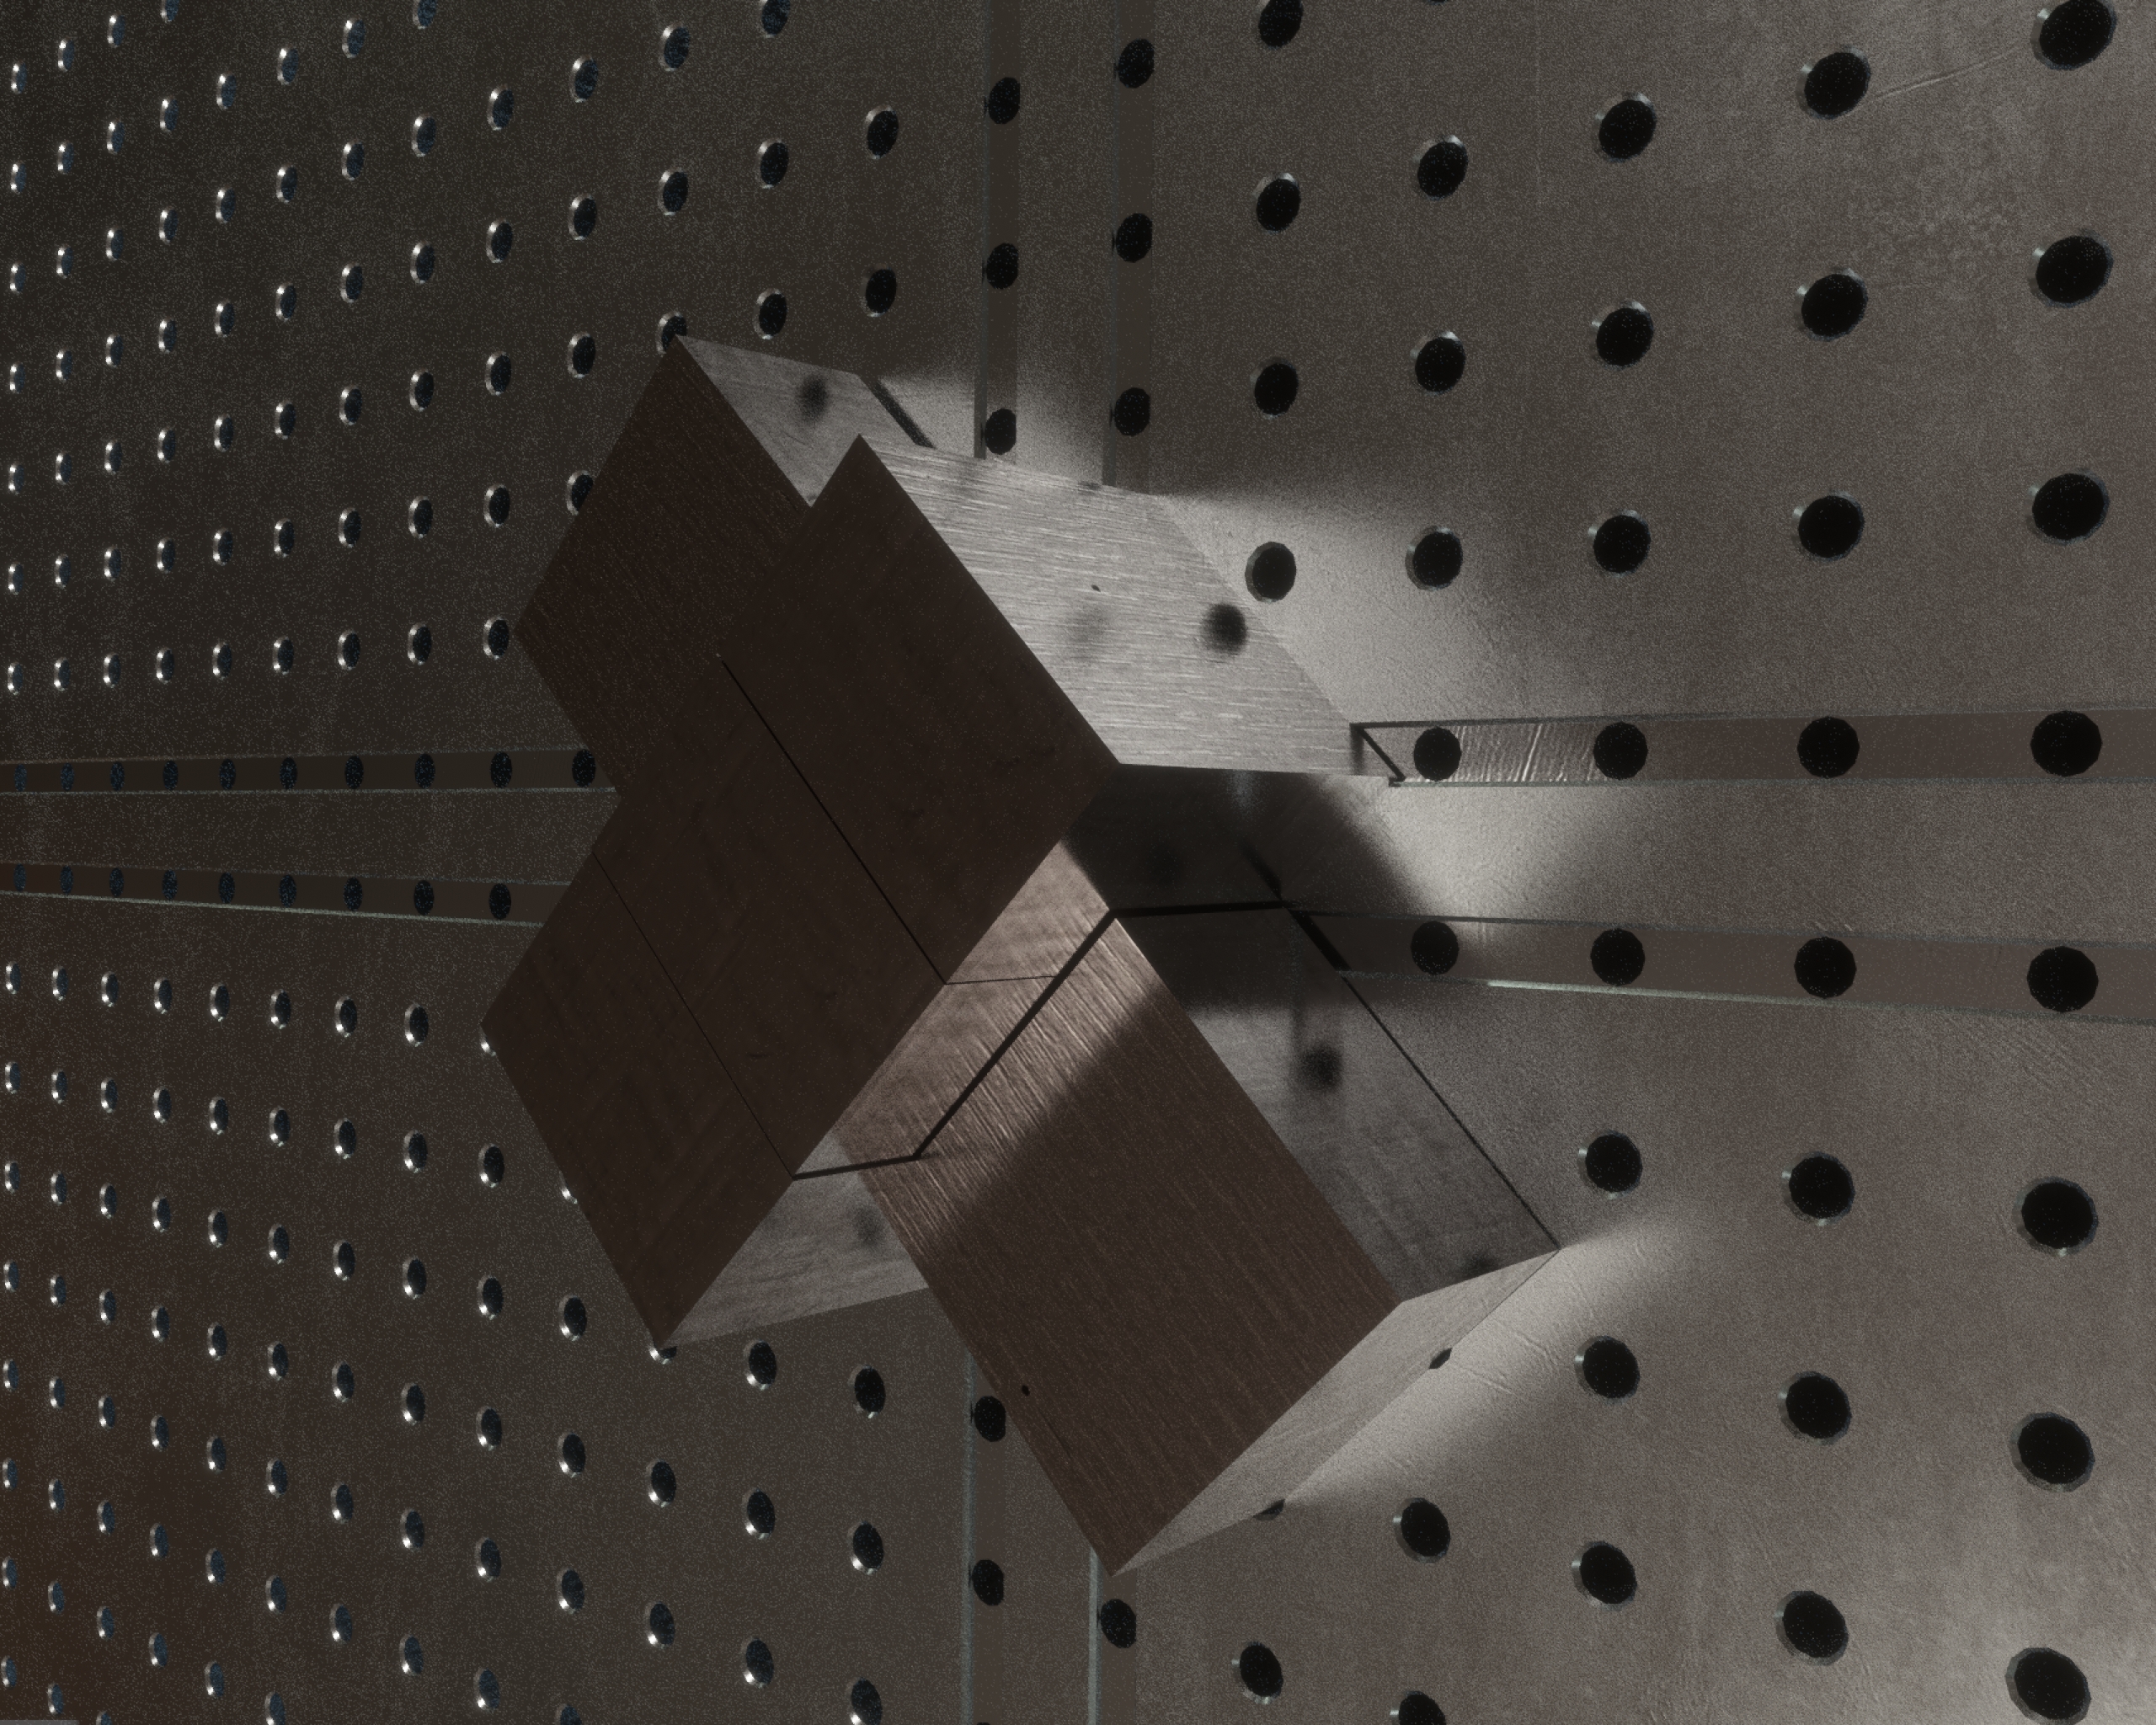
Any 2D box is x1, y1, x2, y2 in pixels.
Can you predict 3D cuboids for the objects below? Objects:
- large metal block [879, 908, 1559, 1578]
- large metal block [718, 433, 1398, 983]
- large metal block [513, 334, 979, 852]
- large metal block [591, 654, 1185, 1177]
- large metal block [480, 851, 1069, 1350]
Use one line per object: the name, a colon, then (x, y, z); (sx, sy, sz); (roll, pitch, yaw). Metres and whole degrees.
large metal block: (0.022, 0.065, 0.373); (0.080, 0.050, 0.080); (-52, 60, 28)
large metal block: (-0.003, -0.027, 0.375); (0.050, 0.081, 0.080); (-52, 60, 27)
large metal block: (-0.064, -0.051, 0.440); (0.080, 0.050, 0.080); (52, 121, 27)
large metal block: (-0.031, 0.008, 0.398); (0.050, 0.081, 0.080); (-52, 60, 27)
large metal block: (-0.059, 0.044, 0.420); (0.050, 0.081, 0.080); (-52, 60, 27)
